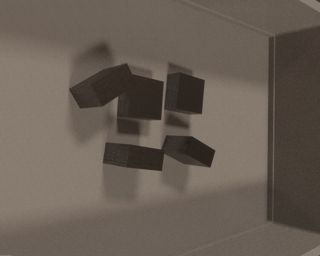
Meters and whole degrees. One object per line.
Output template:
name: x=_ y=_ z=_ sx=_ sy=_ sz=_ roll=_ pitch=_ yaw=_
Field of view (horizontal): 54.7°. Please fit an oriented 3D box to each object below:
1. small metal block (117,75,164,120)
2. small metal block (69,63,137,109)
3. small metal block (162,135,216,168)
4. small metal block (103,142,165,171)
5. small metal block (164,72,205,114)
small metal block: x=-0.024 y=-0.037 z=0.388 sx=0.050 sy=0.025 sz=0.050 roll=6 pitch=86 yaw=-40
small metal block: x=-0.063 y=-0.045 z=0.339 sx=0.050 sy=0.050 sz=0.025 roll=-39 pitch=115 yaw=-33
small metal block: x=0.038 y=0.032 z=0.425 sx=0.050 sy=0.050 sz=0.025 roll=30 pitch=71 yaw=-36
small metal block: x=-0.031 y=0.034 z=0.366 sx=0.050 sy=0.050 sz=0.025 roll=13 pitch=82 yaw=-40
small metal block: x=0.035 y=-0.047 z=0.438 sx=0.050 sy=0.025 sz=0.050 roll=9 pitch=84 yaw=-40
